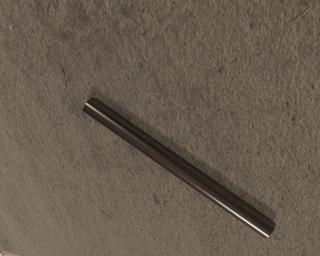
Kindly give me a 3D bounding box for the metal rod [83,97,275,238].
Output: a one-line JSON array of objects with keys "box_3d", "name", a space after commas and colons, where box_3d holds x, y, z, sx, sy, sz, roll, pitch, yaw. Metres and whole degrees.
[{"box_3d": [0.022, 0.052, 0.425, 0.301, 0.025, 0.025, 35, 129, 4], "name": "metal rod"}]
